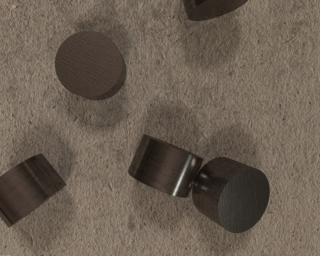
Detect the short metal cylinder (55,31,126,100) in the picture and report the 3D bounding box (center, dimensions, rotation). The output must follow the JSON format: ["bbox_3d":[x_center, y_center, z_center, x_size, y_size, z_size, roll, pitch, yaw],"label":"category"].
[{"bbox_3d":[-0.086,-0.077,0.396,0.081,0.050,0.079,0,90,-1],"label":"short metal cylinder"}]

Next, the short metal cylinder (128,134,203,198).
[{"bbox_3d":[0.007,0.046,0.383,0.080,0.080,0.050,22,90,-1],"label":"short metal cylinder"}]

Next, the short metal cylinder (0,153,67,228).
[{"bbox_3d":[-0.164,0.075,0.380,0.080,0.080,0.050,-38,90,0],"label":"short metal cylinder"}]

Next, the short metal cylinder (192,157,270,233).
[{"bbox_3d":[0.087,0.081,0.382,0.081,0.050,0.079,-6,103,-28],"label":"short metal cylinder"}]

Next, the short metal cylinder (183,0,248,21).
[{"bbox_3d":[0.066,-0.174,0.383,0.080,0.080,0.050,-16,90,0],"label":"short metal cylinder"}]
